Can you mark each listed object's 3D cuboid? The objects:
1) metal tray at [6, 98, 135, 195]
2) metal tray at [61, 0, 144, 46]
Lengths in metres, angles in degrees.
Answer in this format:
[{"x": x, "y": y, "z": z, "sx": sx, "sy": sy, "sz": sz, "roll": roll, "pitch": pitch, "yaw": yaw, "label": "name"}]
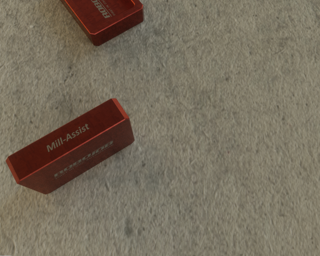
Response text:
[{"x": -0.096, "y": 0.025, "z": 0.363, "sx": 0.131, "sy": 0.090, "sz": 0.030, "roll": -31, "pitch": 73, "yaw": -11, "label": "metal tray"}, {"x": -0.096, "y": -0.198, "z": 0.476, "sx": 0.090, "sy": 0.030, "sz": 0.130, "roll": -33, "pitch": 74, "yaw": -12, "label": "metal tray"}]
